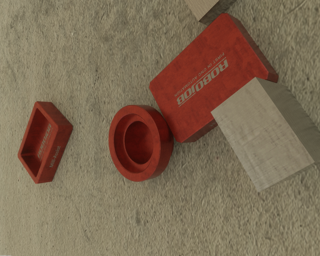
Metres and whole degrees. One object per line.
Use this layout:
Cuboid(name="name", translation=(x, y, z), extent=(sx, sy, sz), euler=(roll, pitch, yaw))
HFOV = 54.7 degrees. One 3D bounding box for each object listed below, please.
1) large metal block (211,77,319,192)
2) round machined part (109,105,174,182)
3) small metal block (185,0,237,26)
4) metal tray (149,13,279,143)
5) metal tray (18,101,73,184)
Cuboid(name="large metal block", translation=(0.105, 0.005, 0.282), extent=(0.050, 0.081, 0.080), euler=(-41, 66, 32))
Cuboid(name="round machined part", translation=(-0.021, 0.018, 0.405), extent=(0.098, 0.042, 0.097), euler=(4, 97, 43))
Cuboid(name="small metal block", translation=(0.057, -0.155, 0.356), extent=(0.050, 0.025, 0.050), euler=(-40, 66, 32))
Cuboid(name="metal tray", translation=(0.054, -0.052, 0.356), extent=(0.129, 0.030, 0.090), euler=(-40, 66, 32))
Cuboid(name="metal tray", translation=(-0.216, 0.027, 0.576), extent=(0.090, 0.030, 0.129), euler=(41, 114, 32))
